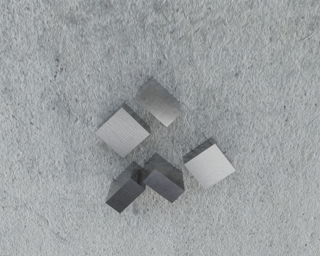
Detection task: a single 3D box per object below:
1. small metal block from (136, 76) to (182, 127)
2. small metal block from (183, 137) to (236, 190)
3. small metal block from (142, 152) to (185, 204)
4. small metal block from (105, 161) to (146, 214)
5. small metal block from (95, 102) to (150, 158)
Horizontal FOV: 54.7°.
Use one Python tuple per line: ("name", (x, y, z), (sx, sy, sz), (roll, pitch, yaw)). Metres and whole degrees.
("small metal block", (-0.001, -0.034, 0.384), (0.050, 0.050, 0.025), (42, 105, -14))
("small metal block", (0.067, 0.049, 0.428), (0.050, 0.025, 0.050), (-36, 107, 12))
("small metal block", (0.005, 0.067, 0.421), (0.050, 0.050, 0.025), (38, 106, -13))
("small metal block", (-0.045, 0.080, 0.425), (0.025, 0.050, 0.050), (41, 105, -14))
("small metal block", (-0.048, 0.003, 0.410), (0.050, 0.025, 0.050), (-42, 105, 14))
